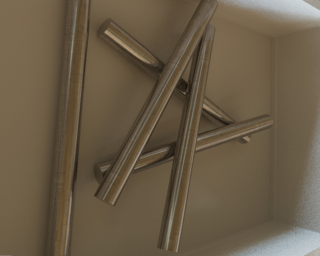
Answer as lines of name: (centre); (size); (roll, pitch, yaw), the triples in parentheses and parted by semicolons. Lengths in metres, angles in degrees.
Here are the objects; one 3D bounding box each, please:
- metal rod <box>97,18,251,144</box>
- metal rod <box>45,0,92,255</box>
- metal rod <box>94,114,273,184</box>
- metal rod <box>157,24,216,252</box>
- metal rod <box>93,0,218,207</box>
metal rod: (0.040, -0.049, 0.439); (0.301, 0.025, 0.025); (32, 70, -35)
metal rod: (-0.096, -0.003, 0.325); (0.025, 0.025, 0.298); (7, 86, -40)
metal rod: (0.054, 0.021, 0.431); (0.303, 0.025, 0.025); (-15, 100, -33)
metal rod: (0.038, -0.002, 0.394); (0.025, 0.025, 0.299); (26, 67, -37)
metal rod: (0.005, -0.049, 0.376); (0.025, 0.025, 0.300); (41, 65, -33)
